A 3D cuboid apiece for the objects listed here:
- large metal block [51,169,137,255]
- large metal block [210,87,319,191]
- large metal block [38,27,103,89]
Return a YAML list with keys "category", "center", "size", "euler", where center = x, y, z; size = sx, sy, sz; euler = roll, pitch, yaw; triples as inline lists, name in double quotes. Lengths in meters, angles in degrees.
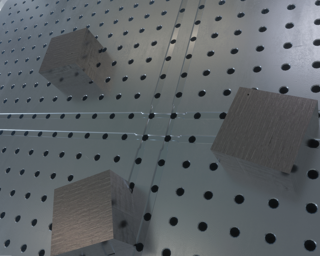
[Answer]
- category: "large metal block"
  center: [-0.079, 0.106, 0.370]
  size: [0.080, 0.050, 0.080]
  euler: [-21, 54, 16]
- category: "large metal block"
  center: [0.112, 0.009, 0.328]
  size: [0.080, 0.050, 0.080]
  euler: [17, 70, 34]
- category: "large metal block"
  center: [-0.156, -0.123, 0.551]
  size: [0.080, 0.050, 0.080]
  euler: [-7, 59, 25]
